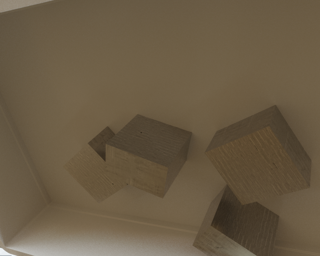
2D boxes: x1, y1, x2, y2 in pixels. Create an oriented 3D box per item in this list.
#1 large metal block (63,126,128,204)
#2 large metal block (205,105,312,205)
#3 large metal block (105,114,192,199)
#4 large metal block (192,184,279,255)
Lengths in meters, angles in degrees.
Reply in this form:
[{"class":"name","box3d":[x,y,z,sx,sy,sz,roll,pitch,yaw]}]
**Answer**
[{"class":"large metal block","box3d":[-0.087,0.057,0.472,0.080,0.050,0.080,48,129,-6]},{"class":"large metal block","box3d":[0.112,0.033,0.353,0.080,0.050,0.080,-28,103,37]},{"class":"large metal block","box3d":[-0.014,0.033,0.399,0.080,0.080,0.050,19,126,16]},{"class":"large metal block","box3d":[0.100,0.133,0.402,0.080,0.080,0.050,32,128,7]}]
